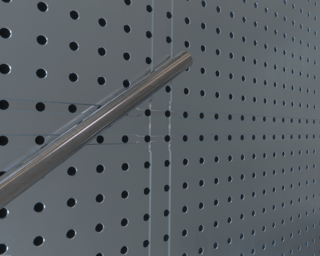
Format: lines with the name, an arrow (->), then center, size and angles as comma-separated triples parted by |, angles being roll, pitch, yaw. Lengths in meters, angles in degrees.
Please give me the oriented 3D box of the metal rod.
metal rod -> -0.061, -0.014, 0.357 | 0.302, 0.025, 0.025 | -41, 115, -32
